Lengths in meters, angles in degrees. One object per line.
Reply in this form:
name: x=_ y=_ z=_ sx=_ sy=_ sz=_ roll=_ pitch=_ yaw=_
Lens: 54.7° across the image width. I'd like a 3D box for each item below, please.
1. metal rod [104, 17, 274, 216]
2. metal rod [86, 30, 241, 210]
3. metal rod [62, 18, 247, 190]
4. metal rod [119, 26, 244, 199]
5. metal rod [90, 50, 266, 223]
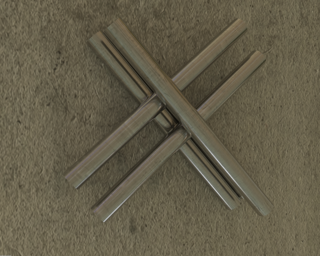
metal rod: x=0.043 y=-0.003 z=0.374 sx=0.025 sy=0.025 sz=0.300 roll=-45 pitch=104 yaw=-15
metal rod: x=0.013 y=-0.001 z=0.416 sx=0.025 sy=0.025 sz=0.300 roll=-44 pitch=104 yaw=-15
metal rod: x=0.005 y=-0.040 z=0.386 sx=0.301 sy=0.025 sz=0.025 roll=-44 pitch=104 yaw=-15
metal rod: x=0.033 y=-0.015 z=0.423 sx=0.025 sy=0.025 sz=0.300 roll=-44 pitch=104 yaw=-15
metal rod: x=0.033 y=0.001 z=0.397 sx=0.301 sy=0.025 sz=0.025 roll=-44 pitch=104 yaw=-15
